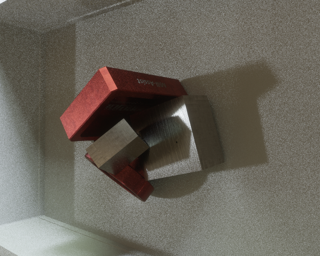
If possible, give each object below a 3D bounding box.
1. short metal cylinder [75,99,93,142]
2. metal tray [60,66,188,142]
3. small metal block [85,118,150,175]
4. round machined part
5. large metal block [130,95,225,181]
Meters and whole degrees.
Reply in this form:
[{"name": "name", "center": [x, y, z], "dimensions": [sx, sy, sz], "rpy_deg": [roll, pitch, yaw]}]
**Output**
[{"name": "short metal cylinder", "center": [-0.075, -0.016, 0.428], "dimensions": [0.050, 0.081, 0.079], "rpy_deg": [28, 108, 36]}, {"name": "metal tray", "center": [-0.037, -0.024, 0.364], "dimensions": [0.090, 0.131, 0.030], "rpy_deg": [-42, 66, 31]}, {"name": "small metal block", "center": [-0.044, 0.022, 0.334], "dimensions": [0.050, 0.050, 0.025], "rpy_deg": [-39, 70, -2]}, {"name": "round machined part", "center": [-0.046, 0.050, 0.405], "dimensions": [0.098, 0.098, 0.042], "rpy_deg": [26, 71, 36]}, {"name": "large metal block", "center": [0.019, 0.012, 0.362], "dimensions": [0.080, 0.050, 0.080], "rpy_deg": [-18, 83, 38]}]
